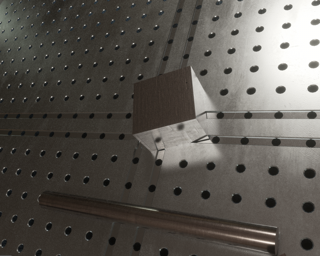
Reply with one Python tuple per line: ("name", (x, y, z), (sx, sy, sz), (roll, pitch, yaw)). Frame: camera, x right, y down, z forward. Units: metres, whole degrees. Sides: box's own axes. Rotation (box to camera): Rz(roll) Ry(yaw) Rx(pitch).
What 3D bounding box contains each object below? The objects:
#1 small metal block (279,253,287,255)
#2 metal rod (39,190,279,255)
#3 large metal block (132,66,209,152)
("small metal block", (0.106, 0.136, 0.253), (0.025, 0.050, 0.050), (-29, 52, 10))
("metal rod", (-0.024, 0.102, 0.357), (0.300, 0.025, 0.025), (1, 62, 28))
("large metal block", (0.013, -0.023, 0.399), (0.080, 0.050, 0.080), (-14, 56, 20))
